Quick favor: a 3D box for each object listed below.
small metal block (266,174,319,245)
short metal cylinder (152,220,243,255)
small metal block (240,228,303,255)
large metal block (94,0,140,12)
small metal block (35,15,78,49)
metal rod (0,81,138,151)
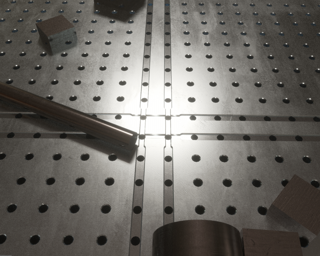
[{"bbox_3d":[0.153,0.087,0.337,0.050,0.025,0.050,36,58,26],"label":"small metal block"},{"bbox_3d":[0.033,0.120,0.271,0.081,0.080,0.050,1,50,0],"label":"short metal cylinder"},{"bbox_3d":[0.099,0.119,0.293,0.050,0.050,0.025,4,50,2],"label":"small metal block"},{"bbox_3d":[-0.082,-0.290,0.634,0.080,0.050,0.080,22,53,17],"label":"large metal block"},{"bbox_3d":[-0.183,-0.172,0.549,0.050,0.025,0.050,-30,57,-23],"label":"small metal block"},{"bbox_3d":[-0.171,-0.033,0.432,0.301,0.025,0.025,20,53,15],"label":"metal rod"}]
